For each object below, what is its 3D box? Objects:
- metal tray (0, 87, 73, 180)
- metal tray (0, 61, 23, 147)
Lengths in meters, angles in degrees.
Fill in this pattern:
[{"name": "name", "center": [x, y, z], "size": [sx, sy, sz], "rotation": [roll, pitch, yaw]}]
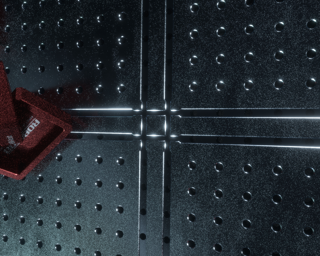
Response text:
[{"name": "metal tray", "center": [-0.203, 0.013, 0.447], "size": [0.130, 0.090, 0.030], "rotation": [-42, 42, 15]}, {"name": "metal tray", "center": [-0.220, -0.025, 0.436], "size": [0.030, 0.130, 0.090], "rotation": [-14, 80, -23]}]
